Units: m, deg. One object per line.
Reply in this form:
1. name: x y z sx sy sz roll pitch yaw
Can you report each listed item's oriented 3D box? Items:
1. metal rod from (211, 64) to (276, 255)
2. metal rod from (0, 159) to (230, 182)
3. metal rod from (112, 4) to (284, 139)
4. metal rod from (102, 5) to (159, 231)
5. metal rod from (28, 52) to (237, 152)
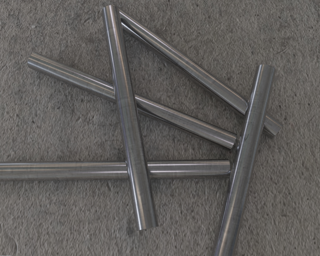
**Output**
1. metal rod: 0.095 0.063 0.368 0.025 0.025 0.299 16 77 5
2. metal rod: -0.065 0.053 0.388 0.302 0.025 0.025 -1 70 -1
3. metal rod: 0.040 -0.086 0.439 0.300 0.025 0.025 39 75 13
4. metal rod: -0.042 -0.027 0.389 0.025 0.025 0.299 -10 70 -4
5. metal rod: -0.043 -0.038 0.421 0.301 0.025 0.025 23 72 8
